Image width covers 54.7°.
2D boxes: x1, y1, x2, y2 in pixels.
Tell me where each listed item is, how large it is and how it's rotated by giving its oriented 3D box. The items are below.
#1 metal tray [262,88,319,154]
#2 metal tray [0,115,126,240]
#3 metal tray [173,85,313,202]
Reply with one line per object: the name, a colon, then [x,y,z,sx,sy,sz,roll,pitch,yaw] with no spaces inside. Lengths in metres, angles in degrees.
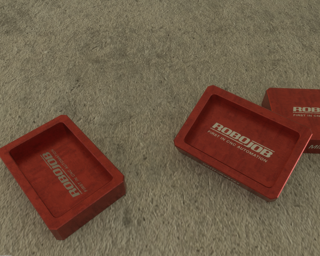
metal tray: [0.210,-0.011,0.410,0.131,0.030,0.090,2,50,1]
metal tray: [-0.113,0.049,0.357,0.091,0.030,0.130,-34,58,-25]
metal tray: [0.094,0.015,0.365,0.130,0.030,0.090,29,80,22]
